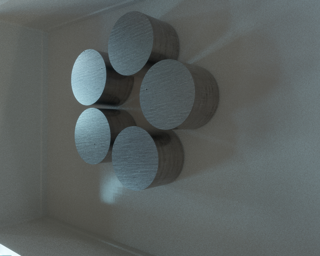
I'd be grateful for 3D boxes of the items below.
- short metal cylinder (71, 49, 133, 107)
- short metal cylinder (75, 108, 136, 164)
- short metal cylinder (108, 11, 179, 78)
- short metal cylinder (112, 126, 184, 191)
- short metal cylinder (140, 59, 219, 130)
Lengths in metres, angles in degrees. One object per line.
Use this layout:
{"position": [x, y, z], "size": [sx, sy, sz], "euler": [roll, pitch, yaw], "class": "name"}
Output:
{"position": [-0.087, -0.072, 0.460], "size": [0.080, 0.050, 0.080], "euler": [0, 90, 40], "class": "short metal cylinder"}
{"position": [-0.080, 0.011, 0.454], "size": [0.080, 0.050, 0.080], "euler": [0, 90, 40], "class": "short metal cylinder"}
{"position": [-0.022, -0.106, 0.406], "size": [0.080, 0.050, 0.080], "euler": [0, 90, 40], "class": "short metal cylinder"}
{"position": [-0.016, 0.037, 0.402], "size": [0.080, 0.050, 0.080], "euler": [0, 90, 40], "class": "short metal cylinder"}
{"position": [0.022, -0.038, 0.370], "size": [0.080, 0.050, 0.080], "euler": [0, 90, 40], "class": "short metal cylinder"}
